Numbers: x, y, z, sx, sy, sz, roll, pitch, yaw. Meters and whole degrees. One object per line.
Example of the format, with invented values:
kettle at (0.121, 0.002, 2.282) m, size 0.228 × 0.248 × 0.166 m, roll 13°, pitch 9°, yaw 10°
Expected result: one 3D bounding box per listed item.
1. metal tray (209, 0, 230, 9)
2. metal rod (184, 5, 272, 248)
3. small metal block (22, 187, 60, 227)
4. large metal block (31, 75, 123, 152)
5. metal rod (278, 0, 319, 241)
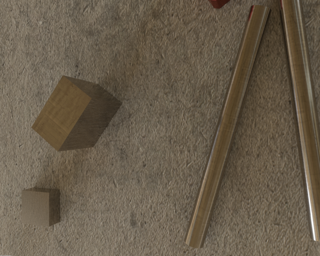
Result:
metal tray at (0.068, -0.227, 0.381) m, size 0.090 × 0.030 × 0.130 m, roll -36°, pitch 79°, yaw 16°
metal rod at (0.081, 0.003, 0.379) m, size 0.025 × 0.025 × 0.298 m, roll 17°, pitch 95°, yaw 19°
small metal block at (-0.181, 0.119, 0.471) m, size 0.050 × 0.025 × 0.050 m, roll 0°, pitch 90°, yaw 19°
large metal block at (-0.108, -0.018, 0.417) m, size 0.050 × 0.080 × 0.080 m, roll 38°, pitch 102°, yaw 15°
metal rod at (0.163, -0.026, 0.351) m, size 0.025 × 0.025 × 0.298 m, roll -8°, pitch 87°, yaw 19°
